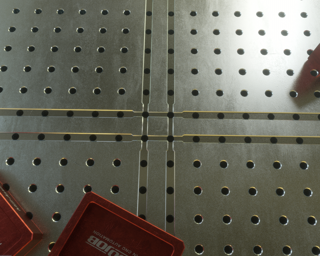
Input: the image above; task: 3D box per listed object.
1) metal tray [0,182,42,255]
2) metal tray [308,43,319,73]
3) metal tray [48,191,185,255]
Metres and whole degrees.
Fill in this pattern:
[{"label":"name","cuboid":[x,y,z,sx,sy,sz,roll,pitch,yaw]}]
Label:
[{"label":"metal tray","cuboid":[-0.218,0.113,0.366,0.090,0.030,0.130,-43,76,-14]},{"label":"metal tray","cuboid":[0.282,-0.133,0.427,0.131,0.090,0.030,-26,72,-9]},{"label":"metal tray","cuboid":[-0.048,0.143,0.356,0.130,0.030,0.090,26,72,9]}]
